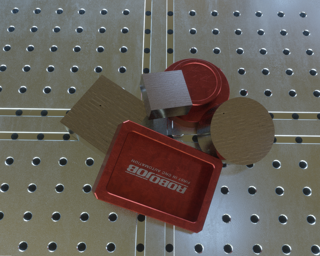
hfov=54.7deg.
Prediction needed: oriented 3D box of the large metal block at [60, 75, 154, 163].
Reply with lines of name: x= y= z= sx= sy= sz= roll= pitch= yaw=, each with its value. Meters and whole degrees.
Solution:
large metal block: x=-0.065 y=-0.008 z=0.401 sx=0.080 sy=0.050 sz=0.080 roll=34 pitch=73 yaw=11

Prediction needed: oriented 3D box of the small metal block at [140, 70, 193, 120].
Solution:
small metal block: x=0.006 y=-0.041 z=0.377 sx=0.050 sy=0.025 sz=0.050 roll=-9 pitch=67 yaw=-15

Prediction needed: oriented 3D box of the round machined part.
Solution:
round machined part: x=0.046 y=-0.054 z=0.422 sx=0.099 sy=0.042 sz=0.098 roll=0 pitch=70 yaw=0

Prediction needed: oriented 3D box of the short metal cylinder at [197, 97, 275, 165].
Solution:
short metal cylinder: x=0.092 y=0.006 z=0.385 sx=0.081 sy=0.050 sz=0.080 roll=1 pitch=84 yaw=-11

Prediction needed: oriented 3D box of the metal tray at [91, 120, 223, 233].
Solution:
metal tray: x=0.000 y=0.057 z=0.358 sx=0.131 sy=0.030 sz=0.090 roll=24 pitch=77 yaw=-15
